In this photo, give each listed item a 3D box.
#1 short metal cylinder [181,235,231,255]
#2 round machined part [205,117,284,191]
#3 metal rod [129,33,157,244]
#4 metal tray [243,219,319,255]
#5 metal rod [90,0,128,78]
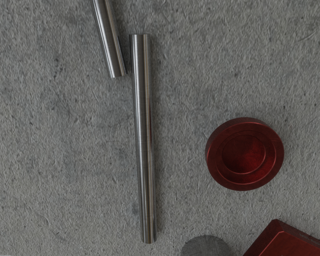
[{"bbox_3d":[0.073,0.214,0.476,0.081,0.050,0.079,0,110,0],"label":"short metal cylinder"},{"bbox_3d":[0.109,0.031,0.413,0.099,0.042,0.097,0,110,0],"label":"round machined part"},{"bbox_3d":[-0.020,0.028,0.419,0.025,0.025,0.298,-2,110,0],"label":"metal rod"},{"bbox_3d":[0.210,0.208,0.486,0.131,0.030,0.090,28,108,-10],"label":"metal tray"},{"bbox_3d":[-0.079,-0.203,0.334,0.025,0.025,0.298,-10,110,3],"label":"metal rod"}]
